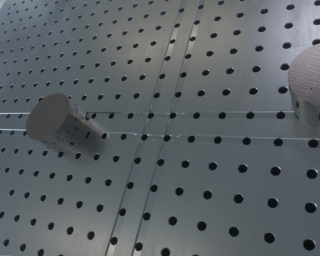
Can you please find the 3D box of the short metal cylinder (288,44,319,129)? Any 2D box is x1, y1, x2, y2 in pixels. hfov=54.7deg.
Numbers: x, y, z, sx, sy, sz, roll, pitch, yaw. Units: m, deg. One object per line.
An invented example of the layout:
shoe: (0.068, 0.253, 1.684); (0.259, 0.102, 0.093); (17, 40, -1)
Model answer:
short metal cylinder: (0.180, -0.044, 0.325); (0.080, 0.050, 0.080); (-13, 56, 21)

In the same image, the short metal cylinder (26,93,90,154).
short metal cylinder: (-0.157, -0.007, 0.479); (0.080, 0.050, 0.080); (-13, 57, 21)
